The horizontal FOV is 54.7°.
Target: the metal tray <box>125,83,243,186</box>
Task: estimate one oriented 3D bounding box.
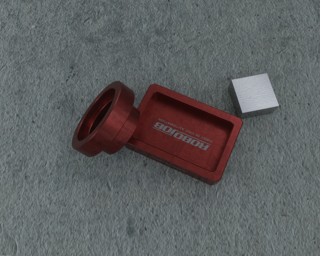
[{"bbox_3d":[0.029,0.007,0.402,0.130,0.030,0.090,23,72,8],"label":"metal tray"}]

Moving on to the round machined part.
[{"bbox_3d":[-0.062,-0.006,0.382,0.042,0.098,0.098,36,70,-26],"label":"round machined part"}]

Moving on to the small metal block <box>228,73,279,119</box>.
[{"bbox_3d":[0.127,-0.043,0.425,0.050,0.025,0.050,-11,70,-4],"label":"small metal block"}]
